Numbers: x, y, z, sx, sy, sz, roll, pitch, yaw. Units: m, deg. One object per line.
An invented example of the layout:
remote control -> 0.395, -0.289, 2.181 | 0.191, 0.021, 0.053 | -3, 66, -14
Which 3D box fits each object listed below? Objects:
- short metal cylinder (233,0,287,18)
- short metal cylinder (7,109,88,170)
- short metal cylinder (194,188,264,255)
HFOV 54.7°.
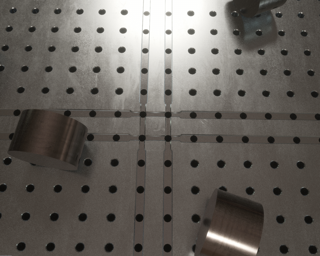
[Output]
short metal cylinder -> 0.147, -0.213, 0.462 | 0.050, 0.080, 0.080 | -23, 72, -8
short metal cylinder -> -0.134, 0.017, 0.375 | 0.080, 0.080, 0.050 | 10, 71, 3
short metal cylinder -> 0.075, 0.113, 0.342 | 0.050, 0.080, 0.080 | 19, 71, 6
